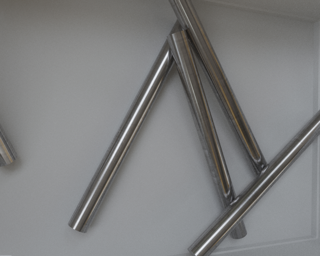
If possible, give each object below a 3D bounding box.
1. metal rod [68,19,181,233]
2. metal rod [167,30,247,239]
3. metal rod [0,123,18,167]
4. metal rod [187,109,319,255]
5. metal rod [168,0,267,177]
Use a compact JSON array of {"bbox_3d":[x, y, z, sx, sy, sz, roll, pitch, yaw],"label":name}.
[{"bbox_3d":[-0.033,-0.011,0.399,0.025,0.025,0.299,30,80,-18],"label":"metal rod"},{"bbox_3d":[0.068,0.018,0.422,0.025,0.025,0.298,-24,104,-19],"label":"metal rod"},{"bbox_3d":[-0.199,-0.087,0.267,0.025,0.025,0.298,-25,125,-19],"label":"metal rod"},{"bbox_3d":[0.153,0.070,0.439,0.301,0.025,0.025,-40,103,-19],"label":"metal rod"},{"bbox_3d":[0.088,-0.050,0.428,0.025,0.025,0.299,-35,108,-17],"label":"metal rod"}]
